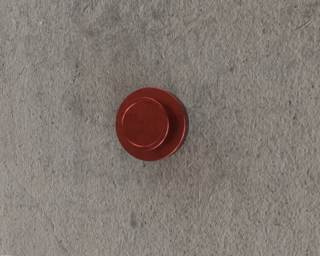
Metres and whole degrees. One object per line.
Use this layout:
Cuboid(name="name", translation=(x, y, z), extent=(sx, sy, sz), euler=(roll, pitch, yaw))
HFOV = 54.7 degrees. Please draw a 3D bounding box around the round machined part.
Cuboid(name="round machined part", translation=(-0.015, -0.005, 0.405), extent=(0.098, 0.042, 0.097), euler=(0, 90, 19))
